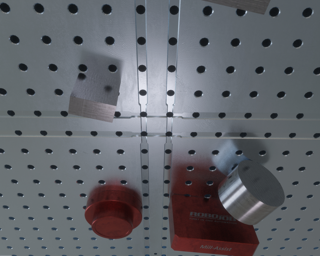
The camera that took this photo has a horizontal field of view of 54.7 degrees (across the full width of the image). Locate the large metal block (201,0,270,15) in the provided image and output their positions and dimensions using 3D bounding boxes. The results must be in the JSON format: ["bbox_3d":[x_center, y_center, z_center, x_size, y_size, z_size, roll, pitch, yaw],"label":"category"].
[{"bbox_3d":[0.063,-0.153,0.265,0.081,0.050,0.079,10,130,-8],"label":"large metal block"}]

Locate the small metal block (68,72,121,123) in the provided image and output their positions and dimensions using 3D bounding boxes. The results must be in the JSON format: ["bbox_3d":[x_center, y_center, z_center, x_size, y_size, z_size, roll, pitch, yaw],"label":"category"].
[{"bbox_3d":[-0.076,-0.036,0.364,0.050,0.050,0.025,12,129,-10],"label":"small metal block"}]

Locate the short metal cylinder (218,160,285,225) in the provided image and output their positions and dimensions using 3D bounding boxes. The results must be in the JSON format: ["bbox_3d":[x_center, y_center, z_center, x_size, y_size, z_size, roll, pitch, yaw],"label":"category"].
[{"bbox_3d":[0.134,0.094,0.457,0.080,0.080,0.050,21,127,-17],"label":"short metal cylinder"}]

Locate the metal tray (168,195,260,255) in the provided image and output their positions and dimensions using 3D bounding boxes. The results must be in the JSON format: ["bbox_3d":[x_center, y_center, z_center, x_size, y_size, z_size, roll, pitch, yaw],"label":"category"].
[{"bbox_3d":[0.082,0.155,0.499,0.131,0.090,0.030,8,120,-7],"label":"metal tray"}]

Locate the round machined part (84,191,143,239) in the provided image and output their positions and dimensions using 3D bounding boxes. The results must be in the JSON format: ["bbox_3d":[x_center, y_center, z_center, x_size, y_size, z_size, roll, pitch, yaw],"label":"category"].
[{"bbox_3d":[-0.080,0.154,0.531,0.099,0.042,0.097,0,130,0],"label":"round machined part"}]
